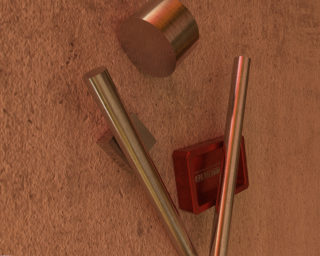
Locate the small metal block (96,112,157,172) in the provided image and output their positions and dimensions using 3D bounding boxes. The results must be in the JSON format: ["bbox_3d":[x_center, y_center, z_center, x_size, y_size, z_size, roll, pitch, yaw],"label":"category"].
[{"bbox_3d":[-0.039,0.016,0.372,0.050,0.025,0.050,52,60,-27],"label":"small metal block"}]

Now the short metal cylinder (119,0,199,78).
[{"bbox_3d":[-0.001,-0.107,0.368,0.050,0.080,0.080,-51,120,-28],"label":"short metal cylinder"}]

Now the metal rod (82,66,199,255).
[{"bbox_3d":[-0.009,0.066,0.369,0.025,0.025,0.299,-44,125,-31],"label":"metal rod"}]

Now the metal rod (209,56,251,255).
[{"bbox_3d":[0.102,0.042,0.450,0.025,0.025,0.299,15,81,-39],"label":"metal rod"}]

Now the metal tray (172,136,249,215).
[{"bbox_3d":[0.081,0.065,0.469,0.131,0.030,0.089,-13,99,-39],"label":"metal tray"}]
